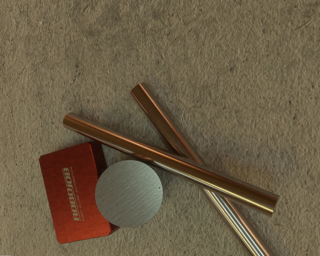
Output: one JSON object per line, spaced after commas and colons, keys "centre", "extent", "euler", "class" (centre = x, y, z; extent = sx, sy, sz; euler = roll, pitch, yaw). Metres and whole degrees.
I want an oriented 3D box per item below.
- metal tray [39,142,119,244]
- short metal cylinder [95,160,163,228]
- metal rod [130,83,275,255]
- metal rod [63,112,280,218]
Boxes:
{"centre": [-0.116, 0.092, 0.446], "extent": [0.090, 0.030, 0.129], "euler": [-17, 85, 18], "class": "metal tray"}
{"centre": [-0.038, 0.080, 0.394], "extent": [0.081, 0.050, 0.080], "euler": [0, 85, -3], "class": "short metal cylinder"}
{"centre": [0.057, 0.065, 0.388], "extent": [0.025, 0.025, 0.299], "euler": [-40, 78, 15], "class": "metal rod"}
{"centre": [-0.006, 0.036, 0.389], "extent": [0.301, 0.025, 0.025], "euler": [20, 97, 26], "class": "metal rod"}
